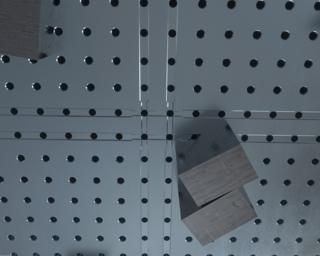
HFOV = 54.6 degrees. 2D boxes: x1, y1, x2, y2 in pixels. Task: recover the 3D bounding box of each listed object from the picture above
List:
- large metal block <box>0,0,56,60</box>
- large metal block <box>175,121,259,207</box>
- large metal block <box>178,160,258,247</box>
[{"bbox_3d":[-0.168,-0.127,0.352,0.080,0.050,0.079,10,110,-4],"label":"large metal block"},{"bbox_3d":[0.069,0.043,0.400,0.080,0.080,0.050,-28,108,10],"label":"large metal block"},{"bbox_3d":[0.074,0.098,0.421,0.080,0.080,0.050,-33,107,11],"label":"large metal block"}]
